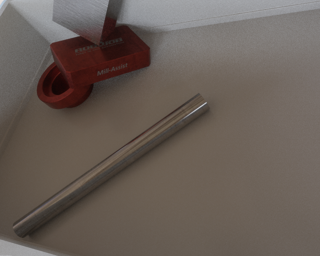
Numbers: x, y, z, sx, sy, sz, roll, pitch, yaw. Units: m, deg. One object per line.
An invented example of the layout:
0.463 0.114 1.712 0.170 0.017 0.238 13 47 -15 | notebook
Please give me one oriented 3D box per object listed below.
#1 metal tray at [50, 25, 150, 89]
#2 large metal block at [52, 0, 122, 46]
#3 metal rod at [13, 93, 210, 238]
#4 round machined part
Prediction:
-0.092 -0.114 0.481 0.131 0.030 0.090 -22 49 -21 | metal tray
-0.106 -0.183 0.456 0.080 0.080 0.050 29 49 -1 | large metal block
-0.066 0.051 0.407 0.300 0.025 0.025 -35 52 4 | metal rod
-0.151 -0.072 0.516 0.098 0.042 0.098 -13 56 20 | round machined part
